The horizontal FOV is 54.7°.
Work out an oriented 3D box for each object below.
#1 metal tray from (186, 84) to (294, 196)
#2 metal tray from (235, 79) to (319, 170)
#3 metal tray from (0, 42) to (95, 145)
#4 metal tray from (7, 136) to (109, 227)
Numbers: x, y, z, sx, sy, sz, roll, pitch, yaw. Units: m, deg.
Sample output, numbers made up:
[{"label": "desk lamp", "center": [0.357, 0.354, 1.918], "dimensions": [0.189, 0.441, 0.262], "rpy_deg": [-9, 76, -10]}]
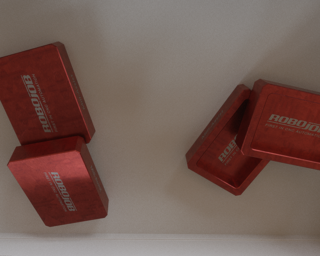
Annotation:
[{"label": "metal tray", "center": [0.107, 0.018, 0.416], "dimensions": [0.090, 0.030, 0.129], "rpy_deg": [31, 107, -11]}, {"label": "metal tray", "center": [0.169, -0.001, 0.377], "dimensions": [0.131, 0.030, 0.089], "rpy_deg": [12, 109, -6]}, {"label": "metal tray", "center": [-0.147, -0.034, 0.394], "dimensions": [0.090, 0.030, 0.129], "rpy_deg": [-14, 110, 4]}, {"label": "metal tray", "center": [-0.130, 0.076, 0.416], "dimensions": [0.091, 0.030, 0.129], "rpy_deg": [-10, 126, 2]}]
